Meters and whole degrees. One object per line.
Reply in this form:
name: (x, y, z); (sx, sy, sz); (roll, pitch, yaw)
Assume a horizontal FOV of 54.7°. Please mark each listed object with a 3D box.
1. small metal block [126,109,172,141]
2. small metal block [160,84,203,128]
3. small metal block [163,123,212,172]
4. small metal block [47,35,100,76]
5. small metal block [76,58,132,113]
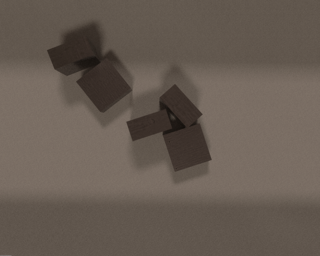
small metal block: (-0.013, -0.004, 0.399); (0.050, 0.050, 0.025); (-18, 90, 0)
small metal block: (0.025, -0.027, 0.399); (0.025, 0.050, 0.050); (-42, 90, 0)
small metal block: (0.035, 0.025, 0.412); (0.050, 0.025, 0.050); (-18, 90, -1)
small metal block: (-0.108, -0.091, 0.397); (0.050, 0.050, 0.025); (-21, 90, 0)
small metal block: (-0.073, -0.056, 0.410); (0.050, 0.025, 0.050); (-38, 91, 0)
